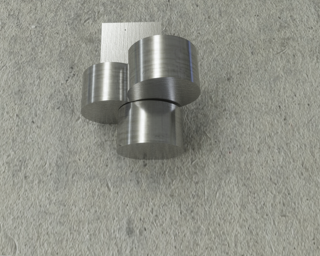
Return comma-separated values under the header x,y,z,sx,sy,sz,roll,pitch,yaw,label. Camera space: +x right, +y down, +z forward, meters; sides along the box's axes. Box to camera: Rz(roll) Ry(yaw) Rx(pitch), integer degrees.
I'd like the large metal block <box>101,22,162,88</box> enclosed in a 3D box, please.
x,y,z,sx,sy,sz,roll,pitch,yaw,label
-0.038,-0.098,0.433,0.081,0.050,0.080,-2,70,-1,large metal block

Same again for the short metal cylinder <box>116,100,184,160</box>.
x,y,z,sx,sy,sz,roll,pitch,yaw,label
-0.012,0.005,0.379,0.081,0.080,0.050,0,70,0,short metal cylinder

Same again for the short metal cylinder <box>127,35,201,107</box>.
x,y,z,sx,sy,sz,roll,pitch,yaw,label
0.003,-0.060,0.350,0.081,0.080,0.050,-2,70,-1,short metal cylinder

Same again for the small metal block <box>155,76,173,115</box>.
x,y,z,sx,sy,sz,roll,pitch,yaw,label
0.007,-0.036,0.412,0.025,0.050,0.050,1,70,0,small metal block

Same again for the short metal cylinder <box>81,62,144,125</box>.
x,y,z,sx,sy,sz,roll,pitch,yaw,label
-0.058,-0.041,0.396,0.081,0.080,0.050,-2,70,-1,short metal cylinder
